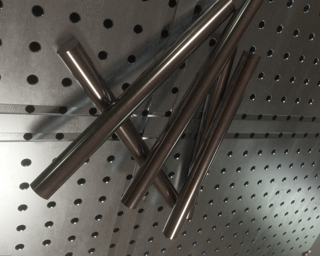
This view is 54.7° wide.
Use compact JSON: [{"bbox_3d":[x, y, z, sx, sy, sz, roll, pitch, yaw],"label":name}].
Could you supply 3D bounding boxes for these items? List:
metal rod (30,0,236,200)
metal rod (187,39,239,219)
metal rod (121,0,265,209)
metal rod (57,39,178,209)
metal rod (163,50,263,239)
[{"bbox_3d":[-0.024,-0.040,0.347,0.300,0.025,0.025,-46,130,-7],"label":"metal rod"},{"bbox_3d":[0.067,0.015,0.459,0.025,0.025,0.298,-5,121,-26],"label":"metal rod"},{"bbox_3d":[0.035,-0.025,0.387,0.025,0.025,0.299,23,104,-37],"label":"metal rod"},{"bbox_3d":[-0.035,0.019,0.405,0.025,0.025,0.299,-35,129,-6],"label":"metal rod"},{"bbox_3d":[0.066,0.038,0.438,0.025,0.025,0.298,7,115,-32],"label":"metal rod"}]
